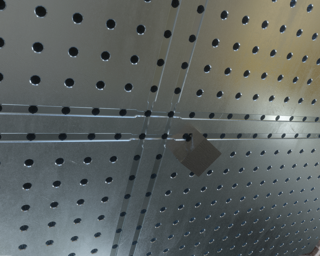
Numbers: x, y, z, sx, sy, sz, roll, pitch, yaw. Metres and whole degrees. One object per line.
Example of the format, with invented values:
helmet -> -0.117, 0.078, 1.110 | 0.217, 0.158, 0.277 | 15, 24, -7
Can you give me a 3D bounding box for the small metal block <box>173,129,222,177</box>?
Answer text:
small metal block -> 0.056, 0.038, 0.465 | 0.050, 0.025, 0.050 | -46, 129, 4
